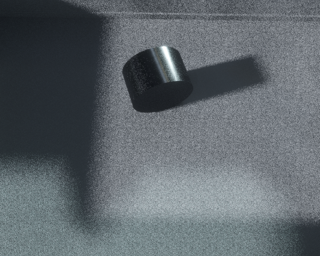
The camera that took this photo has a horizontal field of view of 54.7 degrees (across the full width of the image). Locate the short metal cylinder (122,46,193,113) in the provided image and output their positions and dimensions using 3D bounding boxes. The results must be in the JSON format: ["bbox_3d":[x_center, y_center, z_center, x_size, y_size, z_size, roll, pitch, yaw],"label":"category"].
[{"bbox_3d":[-0.003,-0.061,0.403,0.081,0.080,0.050,-17,71,-6],"label":"short metal cylinder"}]
